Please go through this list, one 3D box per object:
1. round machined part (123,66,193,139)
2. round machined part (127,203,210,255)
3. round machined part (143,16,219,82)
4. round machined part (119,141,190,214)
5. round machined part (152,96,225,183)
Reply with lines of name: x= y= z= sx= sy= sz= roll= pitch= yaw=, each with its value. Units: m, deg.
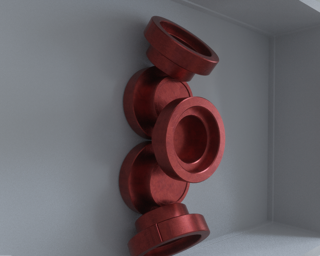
round machined part: x=0.005 y=-0.032 z=0.399 sx=0.099 sy=0.042 sz=0.097 roll=0 pitch=90 yaw=-40
round machined part: x=0.008 y=0.126 z=0.379 sx=0.099 sy=0.098 sz=0.042 roll=8 pitch=47 yaw=-40
round machined part: x=0.022 y=-0.095 z=0.390 sx=0.099 sy=0.098 sz=0.042 roll=9 pitch=127 yaw=-40
round machined part: x=0.001 y=0.065 z=0.395 sx=0.099 sy=0.042 sz=0.097 roll=0 pitch=90 yaw=-40
round machined part: x=0.029 y=0.013 z=0.364 sx=0.099 sy=0.042 sz=0.097 roll=0 pitch=90 yaw=-40
